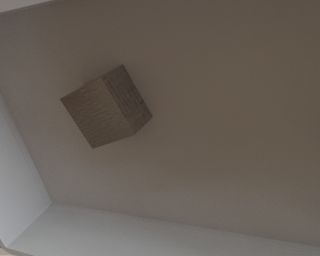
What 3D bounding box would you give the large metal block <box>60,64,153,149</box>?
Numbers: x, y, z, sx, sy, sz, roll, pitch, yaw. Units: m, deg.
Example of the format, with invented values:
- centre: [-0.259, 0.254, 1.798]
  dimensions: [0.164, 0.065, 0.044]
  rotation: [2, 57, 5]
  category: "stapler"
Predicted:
- centre: [-0.070, -0.027, 0.411]
  dimensions: [0.080, 0.050, 0.080]
  rotation: [-18, 109, 35]
  category: "large metal block"
